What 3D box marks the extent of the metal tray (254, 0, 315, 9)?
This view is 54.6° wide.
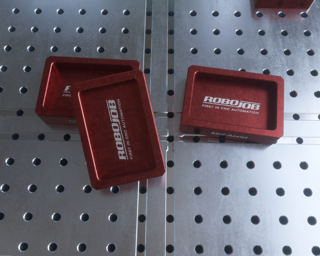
[{"bbox_3d":[0.198,-0.257,0.504,0.090,0.030,0.130,1,70,0],"label":"metal tray"}]

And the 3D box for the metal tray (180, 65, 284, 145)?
[{"bbox_3d":[0.097,-0.032,0.421,0.131,0.030,0.090,8,70,3],"label":"metal tray"}]

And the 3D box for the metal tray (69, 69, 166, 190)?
[{"bbox_3d":[-0.050,0.002,0.381,0.090,0.030,0.129,-13,90,1],"label":"metal tray"}]

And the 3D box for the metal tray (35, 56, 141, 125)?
[{"bbox_3d":[-0.094,-0.050,0.426,0.131,0.030,0.090,3,70,1],"label":"metal tray"}]
